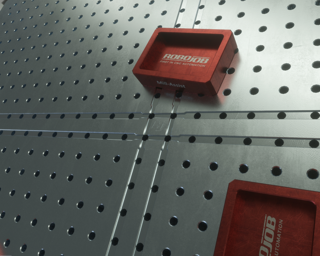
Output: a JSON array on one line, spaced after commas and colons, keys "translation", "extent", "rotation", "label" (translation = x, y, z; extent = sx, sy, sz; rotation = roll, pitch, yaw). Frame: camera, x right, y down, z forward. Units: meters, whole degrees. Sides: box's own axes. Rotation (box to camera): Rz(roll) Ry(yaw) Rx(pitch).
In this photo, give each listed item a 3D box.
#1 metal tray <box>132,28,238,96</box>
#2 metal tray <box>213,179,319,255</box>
[{"translation": [0.034, -0.100, 0.449], "extent": [0.130, 0.030, 0.090], "rotation": [14, 69, 34], "label": "metal tray"}, {"translation": [0.098, 0.118, 0.281], "extent": [0.090, 0.030, 0.130], "rotation": [4, 64, 30], "label": "metal tray"}]
